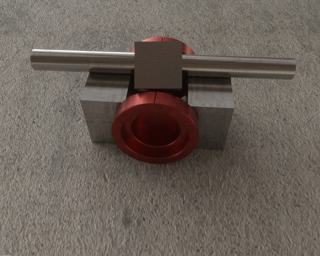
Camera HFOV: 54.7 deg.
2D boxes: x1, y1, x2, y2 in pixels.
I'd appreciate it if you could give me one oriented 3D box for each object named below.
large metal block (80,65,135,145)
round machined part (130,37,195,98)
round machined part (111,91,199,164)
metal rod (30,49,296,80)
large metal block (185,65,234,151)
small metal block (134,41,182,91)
[{"bbox_3d":[-0.060,-0.035,0.398,0.050,0.080,0.080,3,50,3],"label":"large metal block"},{"bbox_3d":[0.002,-0.069,0.415,0.099,0.097,0.042,3,51,2],"label":"round machined part"},{"bbox_3d":[-0.004,-0.005,0.361,0.099,0.097,0.042,4,45,3],"label":"round machined part"},{"bbox_3d":[0.002,-0.075,0.364,0.302,0.025,0.025,2,50,2],"label":"metal rod"},{"bbox_3d":[0.058,-0.028,0.393,0.050,0.080,0.080,3,50,2],"label":"large metal block"},{"bbox_3d":[-0.001,-0.067,0.339,0.050,0.025,0.050,0,90,2],"label":"small metal block"}]
